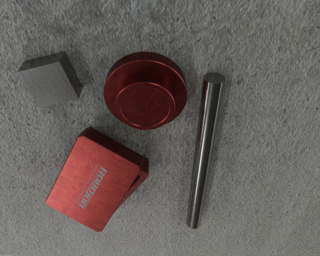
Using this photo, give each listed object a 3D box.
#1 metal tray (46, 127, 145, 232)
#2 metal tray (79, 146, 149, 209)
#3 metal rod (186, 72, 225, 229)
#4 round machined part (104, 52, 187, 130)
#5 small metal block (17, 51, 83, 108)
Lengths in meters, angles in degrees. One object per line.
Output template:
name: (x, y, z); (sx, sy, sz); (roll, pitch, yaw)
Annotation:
metal tray: (-0.091, 0.074, 0.429); (0.090, 0.030, 0.129); (30, 113, -4)
metal tray: (-0.087, 0.080, 0.470); (0.090, 0.030, 0.129); (26, 125, -21)
metal rod: (0.061, 0.055, 0.455); (0.025, 0.025, 0.298); (0, 130, -1)
round machined part: (-0.017, -0.036, 0.365); (0.099, 0.042, 0.097); (-1, 130, 0)
small metal block: (-0.125, -0.055, 0.358); (0.050, 0.025, 0.050); (-12, 130, 9)
